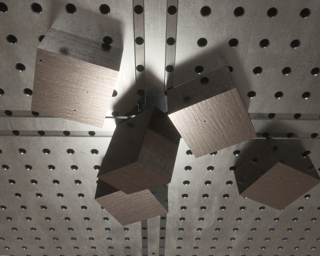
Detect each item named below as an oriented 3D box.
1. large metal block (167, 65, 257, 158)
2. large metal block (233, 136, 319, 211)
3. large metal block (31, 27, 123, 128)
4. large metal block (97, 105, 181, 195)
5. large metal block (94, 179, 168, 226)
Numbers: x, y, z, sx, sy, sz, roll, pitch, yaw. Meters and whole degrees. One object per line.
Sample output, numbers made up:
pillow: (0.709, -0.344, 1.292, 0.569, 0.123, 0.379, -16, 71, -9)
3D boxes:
large metal block: (0.063, -0.018, 0.381, 0.080, 0.050, 0.080, -22, 127, 17)
large metal block: (0.170, 0.069, 0.457, 0.080, 0.050, 0.080, 23, 126, -19)
large metal block: (-0.093, -0.054, 0.348, 0.081, 0.050, 0.079, 15, 129, -13)
large metal block: (-0.024, 0.030, 0.387, 0.050, 0.080, 0.080, 37, 139, -27)
large metal block: (-0.041, 0.100, 0.480, 0.080, 0.050, 0.080, -21, 127, 16)
